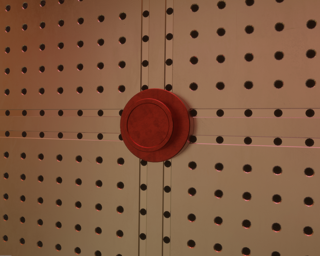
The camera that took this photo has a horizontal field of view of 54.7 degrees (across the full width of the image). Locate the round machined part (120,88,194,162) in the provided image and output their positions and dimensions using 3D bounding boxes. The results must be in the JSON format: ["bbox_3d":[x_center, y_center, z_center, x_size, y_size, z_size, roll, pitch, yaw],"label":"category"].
[{"bbox_3d":[-0.009,-0.003,0.405,0.098,0.042,0.097,0,90,19],"label":"round machined part"}]
